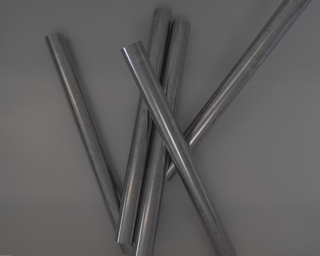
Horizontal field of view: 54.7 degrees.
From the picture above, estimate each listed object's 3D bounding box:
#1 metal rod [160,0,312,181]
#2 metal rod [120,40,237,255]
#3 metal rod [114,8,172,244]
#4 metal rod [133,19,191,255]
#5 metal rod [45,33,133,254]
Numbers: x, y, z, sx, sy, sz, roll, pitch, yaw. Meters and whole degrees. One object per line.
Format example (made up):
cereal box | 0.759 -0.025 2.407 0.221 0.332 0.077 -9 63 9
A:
metal rod | 0.090 -0.054 0.373 0.025 0.025 0.299 36 105 0
metal rod | 0.029 0.040 0.377 0.025 0.025 0.299 -25 104 0
metal rod | -0.020 -0.007 0.398 0.025 0.025 0.298 9 85 0
metal rod | 0.004 0.008 0.393 0.025 0.025 0.299 10 83 0
metal rod | -0.089 0.020 0.410 0.025 0.025 0.299 -20 90 0
